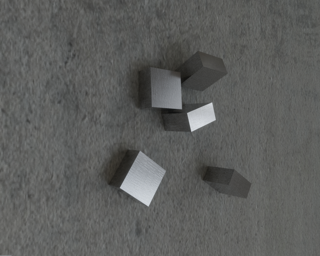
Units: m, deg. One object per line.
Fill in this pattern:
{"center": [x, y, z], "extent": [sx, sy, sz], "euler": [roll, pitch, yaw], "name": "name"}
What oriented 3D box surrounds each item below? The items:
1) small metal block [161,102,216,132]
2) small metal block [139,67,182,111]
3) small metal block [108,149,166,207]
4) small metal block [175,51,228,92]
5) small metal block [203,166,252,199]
{"center": [0.039, -0.015, 0.423], "extent": [0.050, 0.050, 0.025], "euler": [-24, 106, -38], "name": "small metal block"}
{"center": [0.001, -0.049, 0.404], "extent": [0.050, 0.025, 0.050], "euler": [2, 84, -39], "name": "small metal block"}
{"center": [-0.027, 0.062, 0.384], "extent": [0.050, 0.025, 0.050], "euler": [42, 64, -32], "name": "small metal block"}
{"center": [0.057, -0.078, 0.434], "extent": [0.050, 0.050, 0.025], "euler": [5, 62, -40], "name": "small metal block"}
{"center": [0.104, 0.084, 0.478], "extent": [0.050, 0.050, 0.025], "euler": [38, 67, -34], "name": "small metal block"}
